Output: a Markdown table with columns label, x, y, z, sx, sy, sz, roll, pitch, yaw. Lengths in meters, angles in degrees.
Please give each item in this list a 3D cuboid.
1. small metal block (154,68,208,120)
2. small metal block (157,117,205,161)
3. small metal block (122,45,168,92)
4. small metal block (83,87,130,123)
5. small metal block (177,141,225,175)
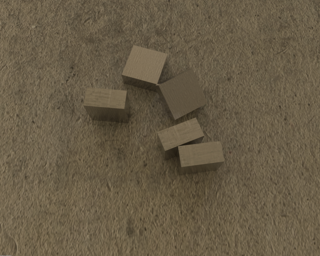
| label | x | y | z | sx | sy | sz | roll | pitch | yaw |
| --- | --- | --- | --- | --- | --- | --- | --- | --- | --- |
| small metal block | 0.028 | -0.045 | 0.413 | 0.050 | 0.025 | 0.050 | -28 | 103 | -10 |
| small metal block | 0.025 | 0.015 | 0.389 | 0.050 | 0.050 | 0.025 | -21 | 72 | -7 |
| small metal block | -0.021 | -0.084 | 0.438 | 0.050 | 0.025 | 0.050 | 16 | 71 | 5 |
| small metal block | -0.067 | -0.029 | 0.405 | 0.050 | 0.050 | 0.025 | 5 | 70 | 2 |
| small metal block | 0.048 | 0.038 | 0.381 | 0.050 | 0.050 | 0.025 | -7 | 70 | -3 |
